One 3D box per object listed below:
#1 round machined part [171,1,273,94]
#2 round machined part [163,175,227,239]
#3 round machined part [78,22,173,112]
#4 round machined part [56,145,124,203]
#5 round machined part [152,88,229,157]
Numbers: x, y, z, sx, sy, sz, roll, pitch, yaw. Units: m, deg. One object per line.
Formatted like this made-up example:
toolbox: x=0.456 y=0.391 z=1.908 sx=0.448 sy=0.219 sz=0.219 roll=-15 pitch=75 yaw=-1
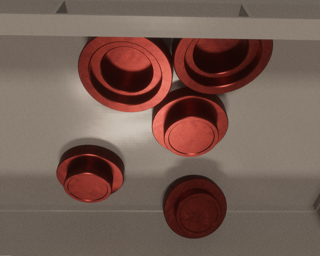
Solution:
round machined part: x=0.061 y=-0.085 z=0.320 sx=0.099 sy=0.042 sz=0.097 roll=-3 pitch=139 yaw=-3
round machined part: x=0.055 y=0.125 z=0.475 sx=0.099 sy=0.042 sz=0.097 roll=-1 pitch=98 yaw=-6
round machined part: x=-0.034 y=-0.068 z=0.336 sx=0.099 sy=0.042 sz=0.097 roll=3 pitch=131 yaw=3
round machined part: x=-0.104 y=0.074 z=0.460 sx=0.099 sy=0.042 sz=0.097 roll=-1 pitch=130 yaw=0
round machined part: x=0.039 y=0.000 z=0.398 sx=0.099 sy=0.042 sz=0.097 roll=-1 pitch=130 yaw=0
